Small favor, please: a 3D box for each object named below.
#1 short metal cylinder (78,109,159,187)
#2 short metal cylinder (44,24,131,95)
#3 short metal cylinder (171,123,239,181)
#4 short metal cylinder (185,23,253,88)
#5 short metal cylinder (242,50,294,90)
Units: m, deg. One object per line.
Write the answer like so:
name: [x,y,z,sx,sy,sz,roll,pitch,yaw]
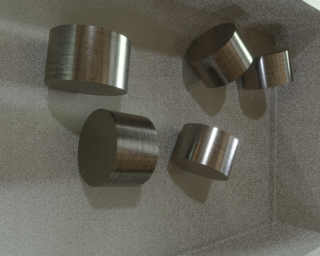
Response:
short metal cylinder: [-0.046,0.023,0.332,0.050,0.080,0.080,9,84,-40]
short metal cylinder: [-0.071,-0.064,0.311,0.081,0.080,0.050,7,86,-40]
short metal cylinder: [0.061,0.034,0.422,0.080,0.080,0.050,33,70,-35]
short metal cylinder: [0.083,-0.103,0.440,0.050,0.080,0.080,48,62,-30]
short metal cylinder: [0.177,-0.097,0.519,0.081,0.080,0.050,-21,104,-38]
